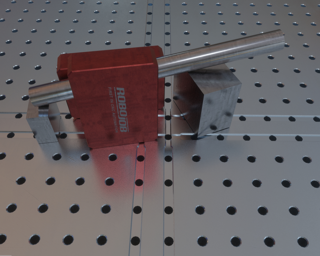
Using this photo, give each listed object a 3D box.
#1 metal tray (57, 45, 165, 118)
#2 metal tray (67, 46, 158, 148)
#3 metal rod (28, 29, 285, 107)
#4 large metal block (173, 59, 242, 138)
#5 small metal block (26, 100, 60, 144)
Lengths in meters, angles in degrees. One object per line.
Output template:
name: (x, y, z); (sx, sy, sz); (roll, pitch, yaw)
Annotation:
metal tray: (-0.060, -0.059, 0.413); (0.131, 0.089, 0.030); (-7, 52, -6)
metal tray: (-0.049, -0.030, 0.364); (0.091, 0.129, 0.030); (-7, 51, -7)
metal rod: (-0.004, -0.071, 0.369); (0.302, 0.025, 0.025); (-13, 51, 1)
large metal block: (0.058, -0.048, 0.412); (0.050, 0.080, 0.080); (-18, 53, -15)
small metal block: (-0.150, -0.016, 0.402); (0.025, 0.050, 0.050); (-6, 51, -6)
